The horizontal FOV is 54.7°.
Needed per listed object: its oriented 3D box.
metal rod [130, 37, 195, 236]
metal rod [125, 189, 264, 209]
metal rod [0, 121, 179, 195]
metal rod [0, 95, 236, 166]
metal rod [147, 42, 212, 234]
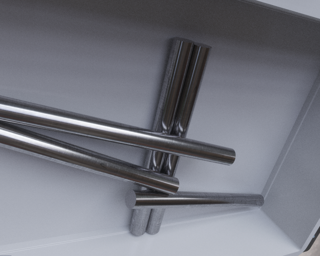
[{"bbox_3d":[-0.004,0.029,0.422,0.025,0.025,0.298,-1,119,-28],"label":"metal rod"},{"bbox_3d":[0.076,0.116,0.500,0.302,0.025,0.025,12,113,-40],"label":"metal rod"},{"bbox_3d":[-0.100,0.032,0.356,0.302,0.025,0.025,23,106,-31],"label":"metal rod"},{"bbox_3d":[-0.033,0.010,0.371,0.302,0.025,0.025,13,112,-27],"label":"metal rod"},{"bbox_3d":[0.019,0.031,0.436,0.025,0.025,0.298,-1,119,-28],"label":"metal rod"}]
